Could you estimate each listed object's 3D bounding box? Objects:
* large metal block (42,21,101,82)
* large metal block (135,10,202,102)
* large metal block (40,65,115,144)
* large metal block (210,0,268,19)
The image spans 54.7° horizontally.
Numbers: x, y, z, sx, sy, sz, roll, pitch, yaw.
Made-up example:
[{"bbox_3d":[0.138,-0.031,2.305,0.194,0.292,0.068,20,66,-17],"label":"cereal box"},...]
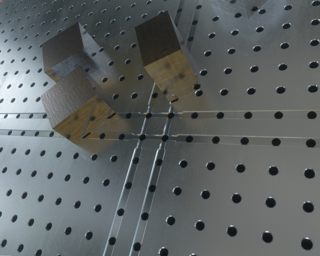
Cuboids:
[{"bbox_3d":[-0.159,-0.129,0.553,0.080,0.050,0.080,-28,52,10],"label":"large metal block"},{"bbox_3d":[0.012,-0.097,0.425,0.050,0.080,0.080,-23,53,14],"label":"large metal block"},{"bbox_3d":[-0.129,-0.037,0.480,0.080,0.050,0.080,-38,51,2],"label":"large metal block"},{"bbox_3d":[0.124,-0.220,0.461,0.080,0.050,0.080,-45,51,-4],"label":"large metal block"}]
